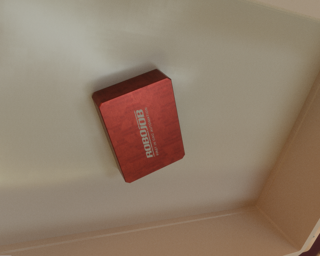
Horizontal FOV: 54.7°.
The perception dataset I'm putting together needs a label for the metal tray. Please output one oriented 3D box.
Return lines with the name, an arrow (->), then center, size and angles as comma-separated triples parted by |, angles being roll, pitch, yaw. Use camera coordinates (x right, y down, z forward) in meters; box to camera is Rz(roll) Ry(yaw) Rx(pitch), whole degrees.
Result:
metal tray -> -0.022, 0.001, 0.395 | 0.091, 0.030, 0.129 | -24, 127, -14
